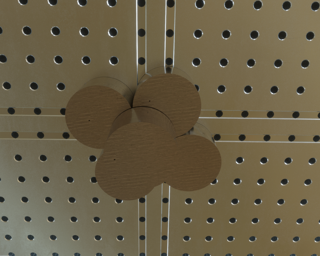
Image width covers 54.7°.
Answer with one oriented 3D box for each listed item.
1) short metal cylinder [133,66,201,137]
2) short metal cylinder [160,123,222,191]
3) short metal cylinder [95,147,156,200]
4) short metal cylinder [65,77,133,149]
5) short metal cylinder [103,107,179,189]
[{"bbox_3d":[0.008,-0.033,0.387,0.081,0.050,0.079,0,110,-1],"label":"short metal cylinder"},{"bbox_3d":[0.037,0.037,0.413,0.081,0.050,0.079,0,110,-1],"label":"short metal cylinder"},{"bbox_3d":[-0.042,0.049,0.417,0.081,0.050,0.079,0,110,-1],"label":"short metal cylinder"},{"bbox_3d":[-0.072,-0.020,0.391,0.081,0.050,0.079,0,110,-1],"label":"short metal cylinder"},{"bbox_3d":[-0.020,0.022,0.352,0.081,0.050,0.079,-1,112,-1],"label":"short metal cylinder"}]
